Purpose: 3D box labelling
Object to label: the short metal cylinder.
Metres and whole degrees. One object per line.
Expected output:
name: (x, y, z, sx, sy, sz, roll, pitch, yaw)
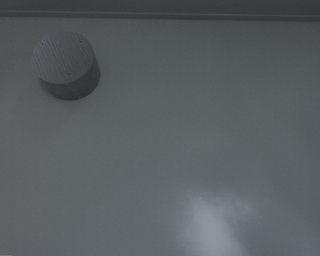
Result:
short metal cylinder: (-0.127, -0.084, 0.426, 0.081, 0.050, 0.080, 0, 70, 0)
